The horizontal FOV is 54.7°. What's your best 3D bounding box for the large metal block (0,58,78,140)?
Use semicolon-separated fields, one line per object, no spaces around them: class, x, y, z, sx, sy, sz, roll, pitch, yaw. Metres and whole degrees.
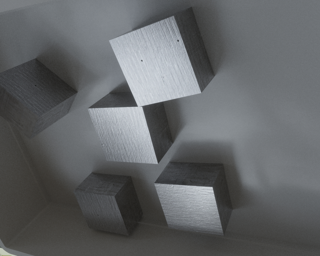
large metal block;-0.180;-0.043;0.439;0.080;0.080;0.050;39;129;1

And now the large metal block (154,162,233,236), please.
large metal block;0.048;0.095;0.425;0.080;0.050;0.080;-2;118;29

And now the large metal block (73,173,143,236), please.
large metal block;-0.084;0.124;0.511;0.080;0.050;0.080;0;119;28

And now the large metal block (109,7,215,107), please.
large metal block;0.004;-0.076;0.342;0.080;0.050;0.080;-10;114;32

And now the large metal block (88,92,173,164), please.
large metal block;-0.037;-0.002;0.409;0.080;0.050;0.080;0;119;28
